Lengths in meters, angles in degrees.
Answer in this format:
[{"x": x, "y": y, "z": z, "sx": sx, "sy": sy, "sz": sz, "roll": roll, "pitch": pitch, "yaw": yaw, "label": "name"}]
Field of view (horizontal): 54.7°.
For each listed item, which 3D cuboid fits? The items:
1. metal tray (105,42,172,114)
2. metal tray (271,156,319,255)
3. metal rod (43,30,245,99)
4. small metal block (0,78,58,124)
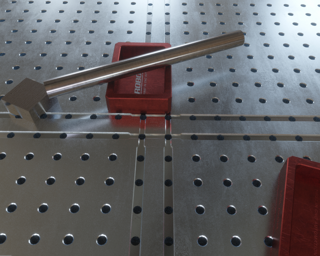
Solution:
[{"x": -0.028, "y": -0.080, "z": 0.470, "sx": 0.091, "sy": 0.030, "sz": 0.130, "roll": 1, "pitch": 50, "yaw": 0, "label": "metal tray"}, {"x": 0.171, "y": 0.098, "z": 0.323, "sx": 0.090, "sy": 0.030, "sz": 0.130, "roll": 15, "pitch": 51, "yaw": 12, "label": "metal tray"}, {"x": -0.012, "y": -0.097, "z": 0.448, "sx": 0.302, "sy": 0.025, "sz": 0.025, "roll": -18, "pitch": 53, "yaw": -16, "label": "metal rod"}, {"x": -0.184, "y": -0.040, "z": 0.439, "sx": 0.050, "sy": 0.025, "sz": 0.050, "roll": 22, "pitch": 53, "yaw": 17, "label": "small metal block"}]
